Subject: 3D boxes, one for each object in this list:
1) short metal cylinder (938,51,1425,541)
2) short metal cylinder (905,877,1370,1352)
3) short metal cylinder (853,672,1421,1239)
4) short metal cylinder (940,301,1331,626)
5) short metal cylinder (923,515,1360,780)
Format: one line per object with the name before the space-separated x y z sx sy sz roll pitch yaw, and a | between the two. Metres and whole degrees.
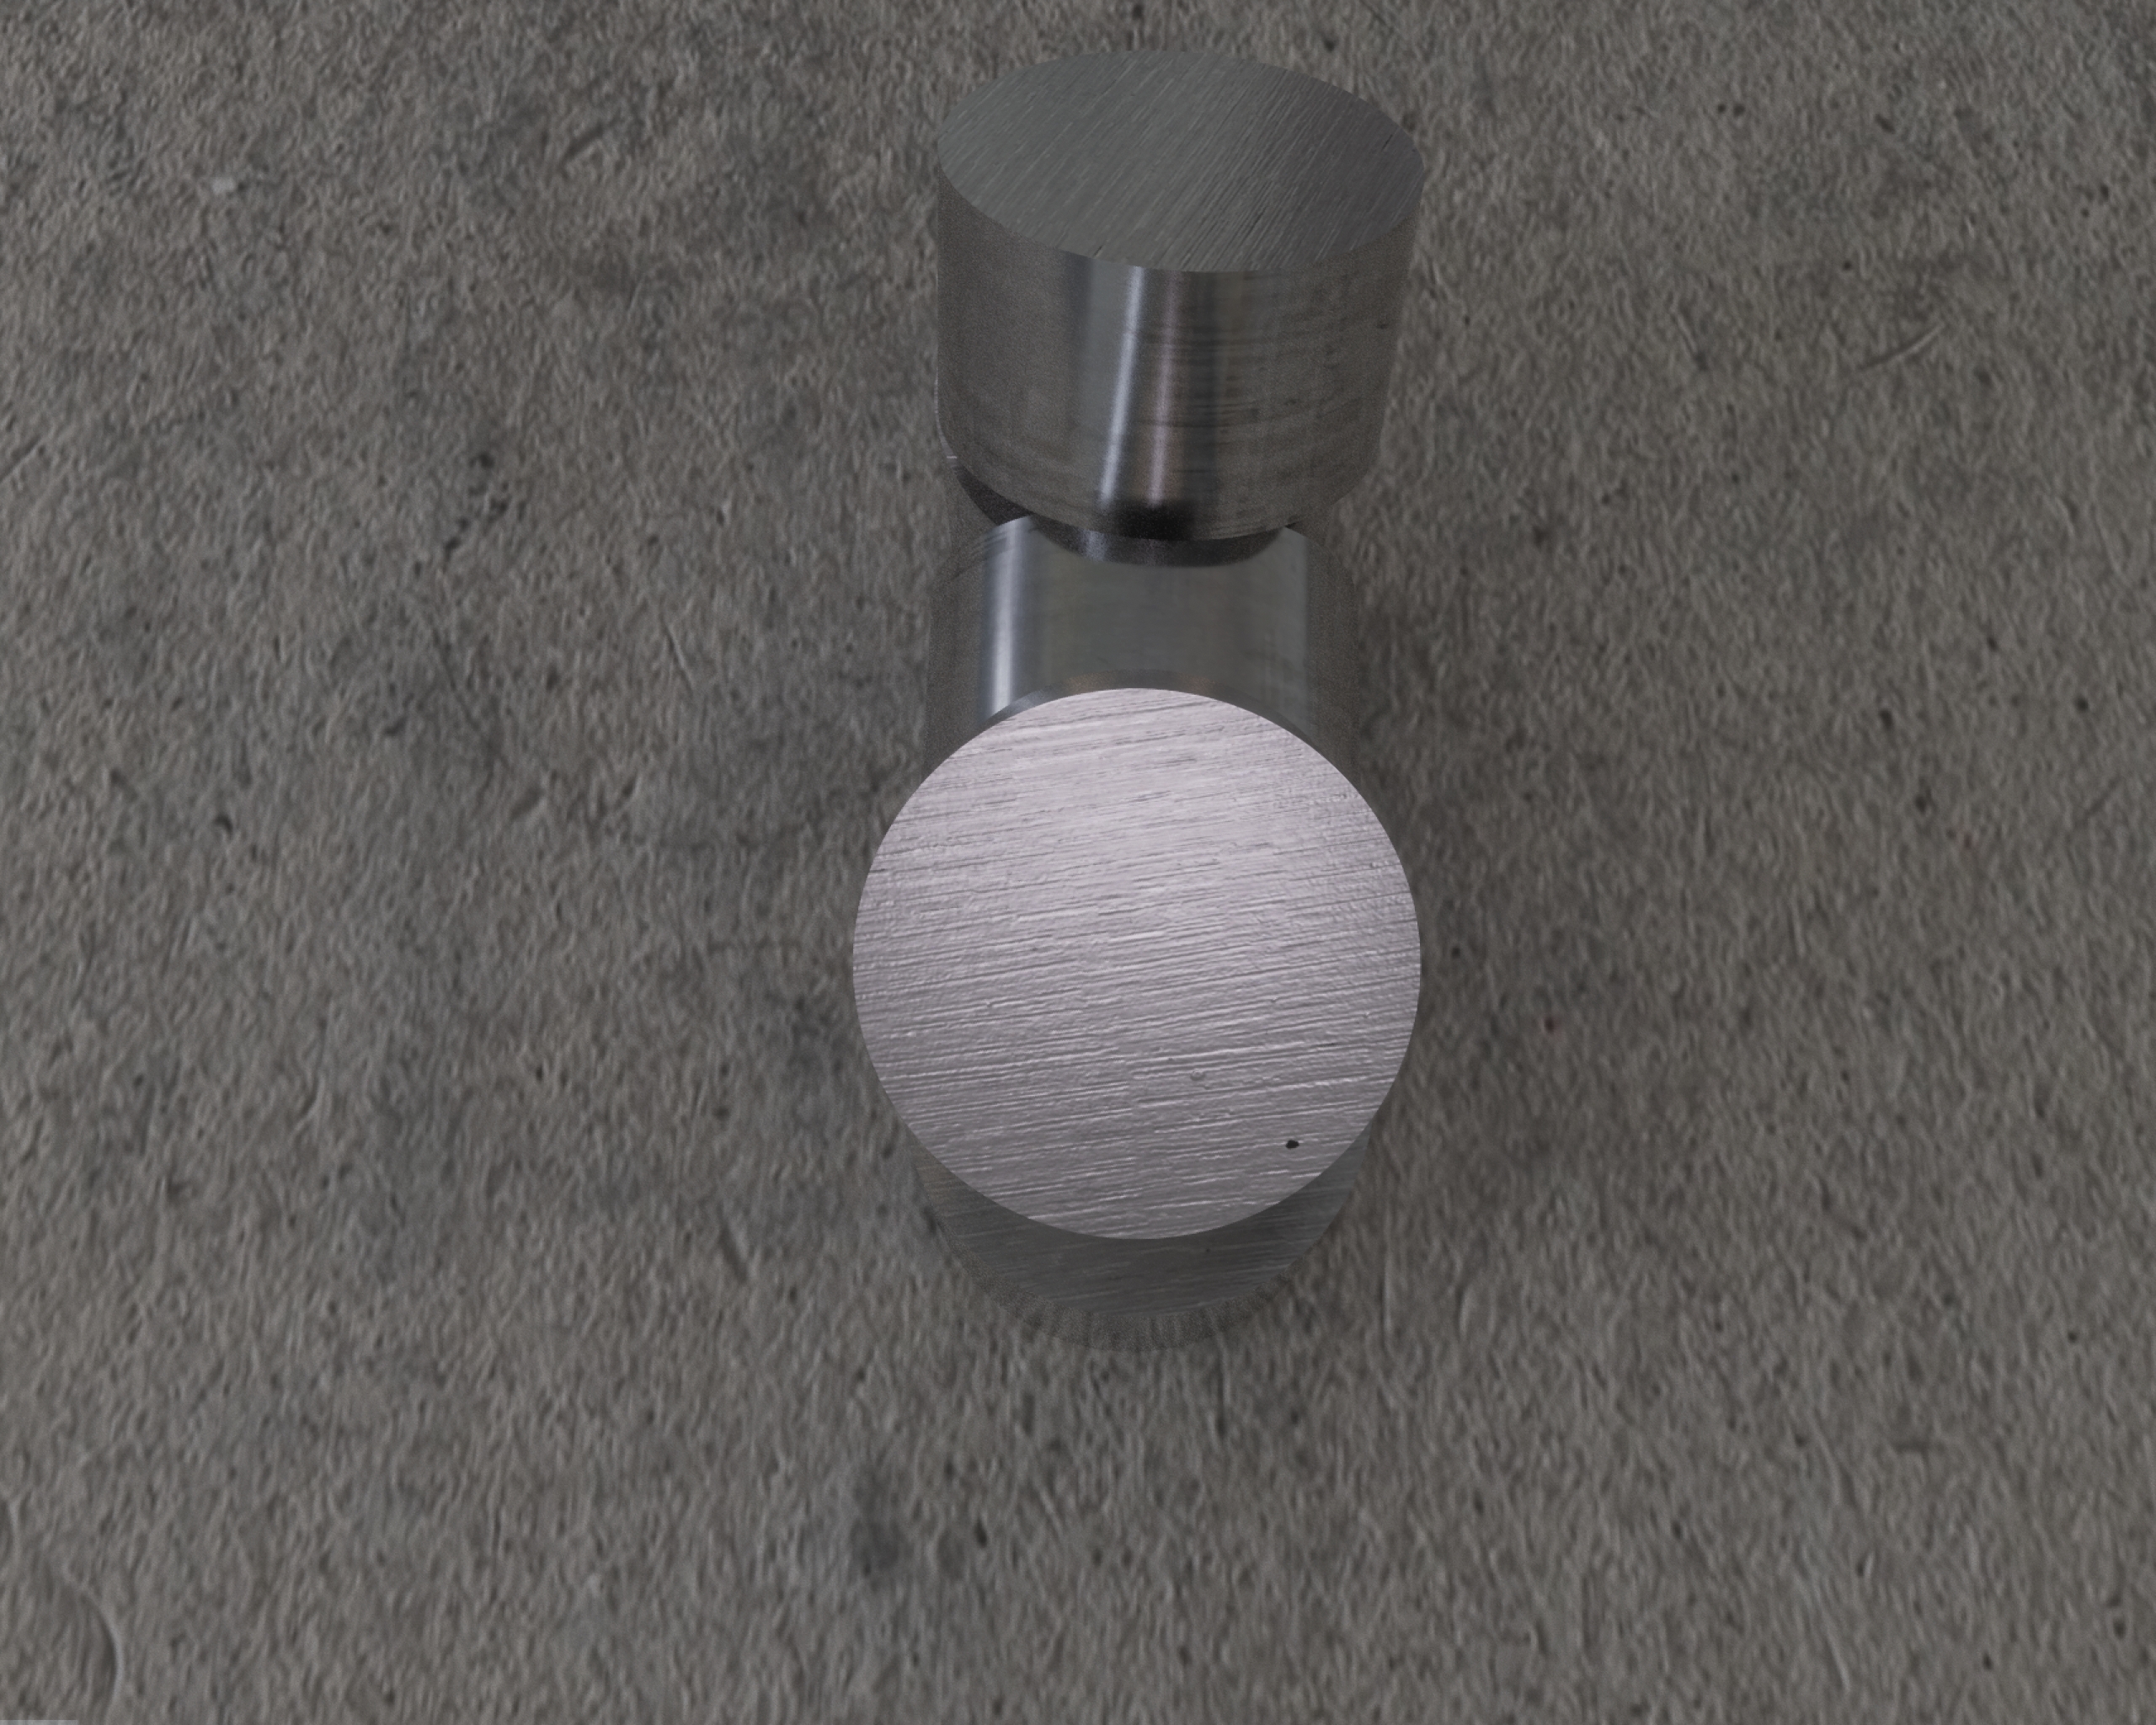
short metal cylinder | 0.016 -0.100 0.362 0.081 0.050 0.080 2 44 -2
short metal cylinder | 0.010 0.045 0.378 0.081 0.050 0.080 0 70 0
short metal cylinder | 0.009 0.011 0.321 0.080 0.050 0.079 0 98 1
short metal cylinder | 0.013 -0.082 0.425 0.081 0.050 0.080 0 70 0
short metal cylinder | 0.012 -0.025 0.388 0.080 0.080 0.050 1 70 0
